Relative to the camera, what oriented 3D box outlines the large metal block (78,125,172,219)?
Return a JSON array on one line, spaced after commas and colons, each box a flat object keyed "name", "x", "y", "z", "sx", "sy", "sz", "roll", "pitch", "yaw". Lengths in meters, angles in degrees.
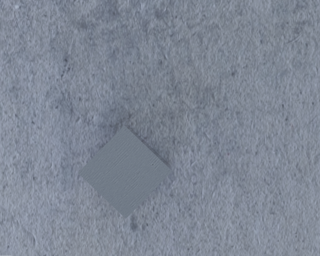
[{"name": "large metal block", "x": -0.042, "y": 0.053, "z": 0.397, "sx": 0.080, "sy": 0.050, "sz": 0.080, "roll": 44, "pitch": 90, "yaw": 0}]
